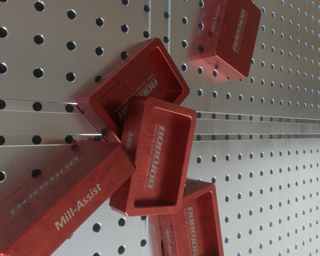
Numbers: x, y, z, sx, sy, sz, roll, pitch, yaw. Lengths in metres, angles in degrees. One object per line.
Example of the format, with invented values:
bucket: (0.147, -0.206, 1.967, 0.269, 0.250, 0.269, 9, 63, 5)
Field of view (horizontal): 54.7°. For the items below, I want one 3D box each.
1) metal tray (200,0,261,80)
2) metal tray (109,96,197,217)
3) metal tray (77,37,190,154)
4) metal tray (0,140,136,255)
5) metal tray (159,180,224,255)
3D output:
metal tray: (0.119, -0.156, 0.508, 0.090, 0.030, 0.130, 24, 75, -38)
metal tray: (-0.005, 0.034, 0.366, 0.091, 0.030, 0.129, 12, 87, -46)
metal tray: (-0.026, -0.040, 0.385, 0.130, 0.030, 0.090, -49, 120, -29)
metal tray: (-0.096, 0.063, 0.287, 0.131, 0.090, 0.030, -44, 117, -31)
metal tray: (0.047, 0.152, 0.448, 0.091, 0.030, 0.129, -14, 99, -39)
